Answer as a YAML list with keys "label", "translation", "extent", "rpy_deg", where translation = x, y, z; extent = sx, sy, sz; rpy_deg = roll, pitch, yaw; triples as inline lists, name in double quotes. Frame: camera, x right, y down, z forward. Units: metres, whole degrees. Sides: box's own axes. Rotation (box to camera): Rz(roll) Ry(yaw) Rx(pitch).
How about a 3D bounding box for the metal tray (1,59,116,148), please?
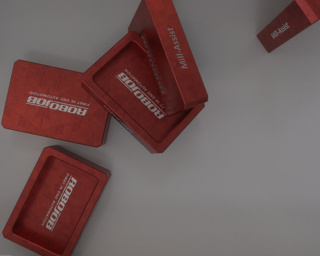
- label: "metal tray"
  translation: [-0.130, -0.031, 0.408]
  extent: [0.131, 0.030, 0.089]
  rpy_deg: [12, 90, 0]

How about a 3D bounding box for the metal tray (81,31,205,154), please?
- label: "metal tray"
  translation: [-0.020, -0.042, 0.383]
  extent: [0.130, 0.030, 0.090]
  rpy_deg: [44, 75, -7]

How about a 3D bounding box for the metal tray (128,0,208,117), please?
- label: "metal tray"
  translation: [0.005, -0.081, 0.376]
  extent: [0.030, 0.090, 0.129]
  rpy_deg: [-21, 90, -18]

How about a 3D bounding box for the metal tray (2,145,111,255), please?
- label: "metal tray"
  translation: [-0.133, 0.098, 0.407]
  extent: [0.090, 0.030, 0.130]
  rpy_deg: [26, 90, 0]

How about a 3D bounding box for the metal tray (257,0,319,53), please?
- label: "metal tray"
  translation: [0.176, -0.138, 0.360]
  extent: [0.090, 0.130, 0.030]
  rpy_deg: [-35, 90, 0]
